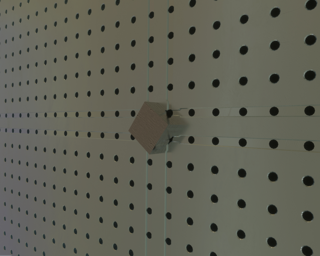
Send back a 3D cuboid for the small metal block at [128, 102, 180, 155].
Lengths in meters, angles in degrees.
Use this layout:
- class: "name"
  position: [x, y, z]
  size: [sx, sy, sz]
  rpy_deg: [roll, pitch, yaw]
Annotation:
- class: "small metal block"
  position: [-0.009, 0.000, 0.418]
  size: [0.050, 0.025, 0.050]
  rpy_deg: [46, 118, 30]
